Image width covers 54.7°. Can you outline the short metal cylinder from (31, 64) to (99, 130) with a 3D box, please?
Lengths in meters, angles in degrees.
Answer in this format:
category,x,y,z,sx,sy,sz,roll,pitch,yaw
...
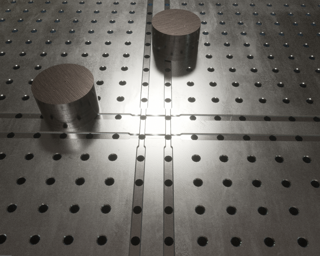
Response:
category,x,y,z,sx,sy,sz,roll,pitch,yaw
short metal cylinder,-0.128,-0.044,0.427,0.081,0.050,0.080,0,50,0

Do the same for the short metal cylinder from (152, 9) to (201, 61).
category,x,y,z,sx,sy,sz,roll,pitch,yaw
short metal cylinder,0.027,-0.158,0.525,0.081,0.050,0.080,0,50,0
